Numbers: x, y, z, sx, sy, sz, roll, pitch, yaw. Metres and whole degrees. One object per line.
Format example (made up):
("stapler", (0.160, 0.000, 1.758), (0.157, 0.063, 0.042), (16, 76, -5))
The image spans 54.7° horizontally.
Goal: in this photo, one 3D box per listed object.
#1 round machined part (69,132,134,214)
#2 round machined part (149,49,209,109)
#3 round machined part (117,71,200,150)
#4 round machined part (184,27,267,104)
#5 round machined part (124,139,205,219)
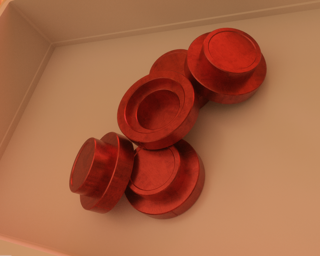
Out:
("round machined part", (-0.075, 0.050, 0.373), (0.098, 0.042, 0.098), (-39, 38, 40))
("round machined part", (0.024, -0.068, 0.420), (0.098, 0.042, 0.098), (-13, 56, 20))
("round machined part", (0.001, -0.018, 0.374), (0.098, 0.042, 0.098), (-13, 56, 20))
("round machined part", (0.081, -0.081, 0.372), (0.099, 0.042, 0.098), (3, 63, -5))
("round machined part", (-0.001, 0.052, 0.360), (0.098, 0.042, 0.098), (-13, 56, 20))
